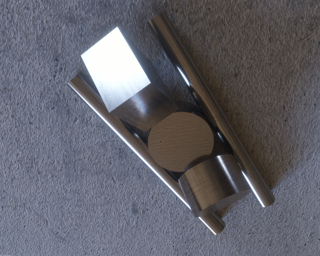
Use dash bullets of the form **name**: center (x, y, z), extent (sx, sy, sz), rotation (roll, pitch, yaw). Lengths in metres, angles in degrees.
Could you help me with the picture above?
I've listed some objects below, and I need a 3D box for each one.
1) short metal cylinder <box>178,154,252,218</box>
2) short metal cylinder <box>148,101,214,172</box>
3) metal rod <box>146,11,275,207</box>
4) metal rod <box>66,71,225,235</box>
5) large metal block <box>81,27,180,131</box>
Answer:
- **short metal cylinder**: center (0.071, 0.076, 0.404), extent (0.080, 0.080, 0.050), rotation (-30, 65, 10)
- **short metal cylinder**: center (0.025, 0.010, 0.401), extent (0.081, 0.050, 0.079), rotation (0, 110, 0)
- **metal rod**: center (0.075, -0.012, 0.407), extent (0.025, 0.025, 0.299), rotation (-31, 108, 10)
- **metal rod**: center (-0.010, 0.044, 0.426), extent (0.025, 0.025, 0.300), rotation (-39, 106, 13)
- **large metal block**: center (-0.031, -0.050, 0.346), extent (0.050, 0.080, 0.080), rotation (-35, 65, 12)
